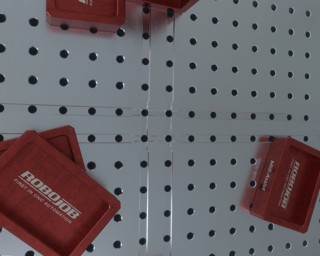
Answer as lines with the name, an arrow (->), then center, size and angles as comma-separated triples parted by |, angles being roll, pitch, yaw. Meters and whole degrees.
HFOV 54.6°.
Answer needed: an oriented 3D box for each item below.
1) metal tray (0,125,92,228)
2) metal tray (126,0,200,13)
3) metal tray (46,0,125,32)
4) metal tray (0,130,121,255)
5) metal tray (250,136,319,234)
metal tray -> -0.154, 0.055, 0.353 | 0.131, 0.030, 0.090 | -16, 95, -19
metal tray -> 0.015, -0.179, 0.362 | 0.091, 0.130, 0.030 | 5, 89, -20
metal tray -> -0.089, -0.189, 0.376 | 0.091, 0.030, 0.129 | 0, 90, -20
metal tray -> -0.120, 0.075, 0.333 | 0.130, 0.030, 0.090 | 44, 76, -15
metal tray -> 0.203, 0.088, 0.484 | 0.090, 0.030, 0.130 | 23, 83, -19
